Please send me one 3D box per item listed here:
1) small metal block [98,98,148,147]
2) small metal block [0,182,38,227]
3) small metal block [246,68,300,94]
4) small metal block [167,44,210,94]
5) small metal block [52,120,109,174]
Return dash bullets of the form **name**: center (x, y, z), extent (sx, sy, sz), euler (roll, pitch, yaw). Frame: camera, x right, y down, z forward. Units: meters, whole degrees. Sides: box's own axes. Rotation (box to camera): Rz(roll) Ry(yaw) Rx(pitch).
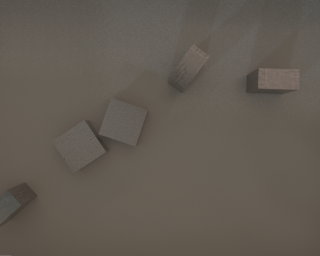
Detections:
- **small metal block**: center (-0.047, -0.008, 0.411), extent (0.050, 0.025, 0.050), euler (19, 90, -1)
- **small metal block**: center (-0.194, 0.100, 0.396), extent (0.050, 0.050, 0.025), euler (-42, 91, 0)
- **small metal block**: center (0.144, -0.060, 0.401), extent (0.050, 0.050, 0.025), euler (2, 90, -1)
- **small metal block**: center (0.035, -0.074, 0.399), extent (0.025, 0.050, 0.050), euler (37, 90, -1)
- **small metal block**: center (-0.104, 0.024, 0.410), extent (0.050, 0.025, 0.050), euler (-34, 90, 0)
